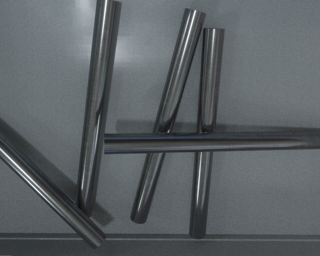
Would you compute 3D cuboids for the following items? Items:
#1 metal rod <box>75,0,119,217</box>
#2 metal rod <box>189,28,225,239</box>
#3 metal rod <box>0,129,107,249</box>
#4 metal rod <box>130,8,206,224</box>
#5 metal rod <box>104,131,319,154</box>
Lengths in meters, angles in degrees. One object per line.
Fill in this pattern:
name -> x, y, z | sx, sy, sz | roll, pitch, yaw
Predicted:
metal rod -> -0.087, -0.010, 0.406 | 0.025, 0.025, 0.298 | 10, 110, -4
metal rod -> 0.061, 0.021, 0.420 | 0.025, 0.025, 0.298 | 1, 110, -1
metal rod -> -0.183, 0.050, 0.411 | 0.025, 0.025, 0.300 | -39, 100, 13
metal rod -> 0.005, -0.001, 0.410 | 0.025, 0.025, 0.298 | 13, 109, -5
metal rod -> 0.083, 0.017, 0.394 | 0.302, 0.025, 0.025 | -1, 111, -10
